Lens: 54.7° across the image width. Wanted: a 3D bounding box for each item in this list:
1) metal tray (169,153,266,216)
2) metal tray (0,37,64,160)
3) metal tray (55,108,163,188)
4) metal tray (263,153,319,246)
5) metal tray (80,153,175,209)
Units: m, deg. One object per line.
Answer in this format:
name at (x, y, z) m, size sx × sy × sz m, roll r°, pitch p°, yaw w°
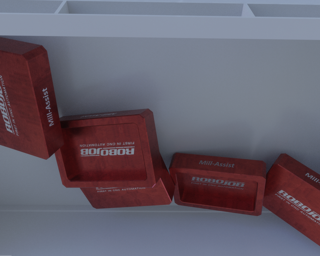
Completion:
metal tray at (0.084, 0.083, 0.455) m, size 0.130 × 0.030 × 0.089 m, roll 4°, pitch 132°, yaw 16°
metal tray at (-0.163, -0.032, 0.348) m, size 0.090 × 0.030 × 0.129 m, roll 14°, pitch 127°, yaw 16°
metal tray at (-0.068, 0.027, 0.386) m, size 0.130 × 0.030 × 0.089 m, roll -4°, pitch 105°, yaw 19°
metal tray at (0.210, 0.106, 0.445) m, size 0.130 × 0.030 × 0.089 m, roll 35°, pitch 138°, yaw 21°
metal tray at (-0.054, 0.073, 0.446) m, size 0.130 × 0.030 × 0.090 m, roll -9°, pitch 125°, yaw 20°
